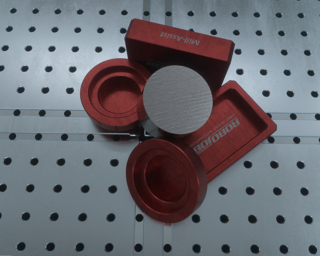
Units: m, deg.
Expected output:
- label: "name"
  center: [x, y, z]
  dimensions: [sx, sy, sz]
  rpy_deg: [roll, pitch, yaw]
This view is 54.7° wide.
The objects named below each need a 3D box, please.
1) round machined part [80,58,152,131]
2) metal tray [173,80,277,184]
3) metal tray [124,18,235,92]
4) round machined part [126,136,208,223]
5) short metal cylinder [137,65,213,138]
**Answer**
- label: "round machined part"
  center: [-0.053, -0.041, 0.417]
  dimensions: [0.099, 0.042, 0.098]
  rpy_deg: [0, 70, -1]
- label: "metal tray"
  center: [0.073, 0.007, 0.407]
  dimensions: [0.131, 0.030, 0.090]
  rpy_deg: [-35, 74, -12]
- label: "metal tray"
  center: [0.024, -0.091, 0.410]
  dimensions: [0.131, 0.090, 0.030]
  rpy_deg: [14, 71, 5]
- label: "round machined part"
  center: [0.011, 0.057, 0.363]
  dimensions: [0.098, 0.042, 0.097]
  rpy_deg: [7, 103, 32]
- label: "short metal cylinder"
  center: [0.016, -0.028, 0.369]
  dimensions: [0.081, 0.050, 0.080]
  rpy_deg: [2, 79, -12]
